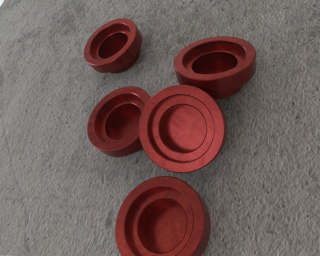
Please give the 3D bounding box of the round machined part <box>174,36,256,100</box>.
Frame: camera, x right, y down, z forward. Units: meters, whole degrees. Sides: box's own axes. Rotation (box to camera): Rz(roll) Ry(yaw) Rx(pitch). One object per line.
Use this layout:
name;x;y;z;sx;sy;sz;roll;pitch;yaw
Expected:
round machined part;0.069;-0.072;0.388;0.098;0.042;0.098;-9;42;8

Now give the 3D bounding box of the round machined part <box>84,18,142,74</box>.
round machined part;-0.072;-0.129;0.511;0.098;0.042;0.098;-13;56;21

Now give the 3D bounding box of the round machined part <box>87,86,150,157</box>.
round machined part;-0.045;-0.005;0.420;0.098;0.042;0.098;-13;56;21

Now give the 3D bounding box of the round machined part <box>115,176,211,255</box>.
round machined part;0.006;0.104;0.326;0.098;0.042;0.098;-13;56;21

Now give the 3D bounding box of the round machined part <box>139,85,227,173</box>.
round machined part;0.029;0.001;0.360;0.098;0.042;0.097;0;91;19
